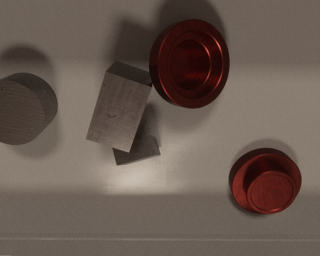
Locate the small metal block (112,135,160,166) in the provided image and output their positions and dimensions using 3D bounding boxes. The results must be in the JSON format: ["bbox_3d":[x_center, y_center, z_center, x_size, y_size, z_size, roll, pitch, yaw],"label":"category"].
[{"bbox_3d":[-0.029,0.030,0.406,0.050,0.050,0.025,-16,83,5],"label":"small metal block"}]

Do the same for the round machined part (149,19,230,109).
[{"bbox_3d":[0.030,-0.073,0.361,0.099,0.042,0.097,-6,103,-30],"label":"round machined part"}]

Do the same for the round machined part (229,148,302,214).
[{"bbox_3d":[0.150,0.081,0.434,0.099,0.042,0.097,0,110,-1],"label":"round machined part"}]

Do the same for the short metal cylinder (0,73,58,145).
[{"bbox_3d":[-0.176,-0.025,0.386,0.081,0.050,0.079,0,110,-1],"label":"short metal cylinder"}]

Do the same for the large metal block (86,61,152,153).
[{"bbox_3d":[-0.045,-0.029,0.371,0.050,0.080,0.079,18,109,-7],"label":"large metal block"}]
